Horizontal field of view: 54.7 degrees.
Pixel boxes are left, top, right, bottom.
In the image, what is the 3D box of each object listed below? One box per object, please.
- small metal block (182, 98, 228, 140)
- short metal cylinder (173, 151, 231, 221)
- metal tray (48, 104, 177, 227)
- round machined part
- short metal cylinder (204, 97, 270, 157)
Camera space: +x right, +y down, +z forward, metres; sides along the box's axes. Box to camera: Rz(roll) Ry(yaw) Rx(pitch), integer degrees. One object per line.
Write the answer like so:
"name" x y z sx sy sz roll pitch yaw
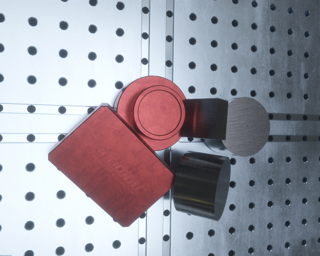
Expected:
"small metal block" 0.057 -0.011 0.397 0.025 0.050 0.050 8 86 -48
"short metal cylinder" 0.056 0.072 0.394 0.050 0.080 0.080 8 87 23
"metal tray" -0.054 0.045 0.374 0.090 0.030 0.130 -43 105 1
"round machined part" -0.007 -0.019 0.397 0.099 0.042 0.097 0 90 -20
"short metal cylinder" 0.105 -0.002 0.434 0.081 0.050 0.079 0 90 -20
